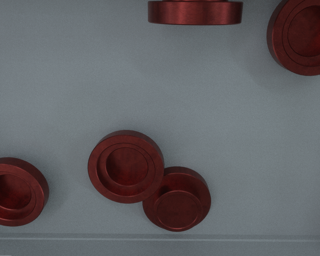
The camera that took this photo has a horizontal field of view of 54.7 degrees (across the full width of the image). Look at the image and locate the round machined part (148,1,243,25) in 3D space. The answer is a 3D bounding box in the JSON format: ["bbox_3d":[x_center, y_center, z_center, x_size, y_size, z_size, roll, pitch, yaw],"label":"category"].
[{"bbox_3d":[0.037,-0.133,0.323,0.099,0.098,0.042,0,112,0],"label":"round machined part"}]

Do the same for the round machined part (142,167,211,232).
[{"bbox_3d":[0.024,0.108,0.442,0.099,0.042,0.097,0,110,0],"label":"round machined part"}]

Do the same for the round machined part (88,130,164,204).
[{"bbox_3d":[-0.043,0.048,0.417,0.099,0.042,0.097,1,107,2],"label":"round machined part"}]

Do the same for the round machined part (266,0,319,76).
[{"bbox_3d":[0.174,-0.113,0.362,0.099,0.042,0.097,0,110,0],"label":"round machined part"}]

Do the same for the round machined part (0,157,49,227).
[{"bbox_3d":[-0.204,0.084,0.431,0.099,0.042,0.097,0,110,0],"label":"round machined part"}]
